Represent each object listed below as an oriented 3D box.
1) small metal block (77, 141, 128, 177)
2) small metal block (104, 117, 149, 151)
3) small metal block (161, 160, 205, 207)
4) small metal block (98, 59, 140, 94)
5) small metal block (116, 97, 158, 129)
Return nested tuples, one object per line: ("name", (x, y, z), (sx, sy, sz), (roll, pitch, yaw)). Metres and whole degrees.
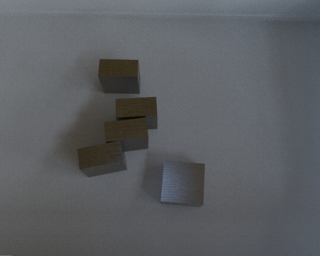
("small metal block", (-0.069, 0.039, 0.381), (0.050, 0.050, 0.025), (-11, 71, -4))
("small metal block", (-0.041, 0.010, 0.391), (0.050, 0.050, 0.025), (-7, 70, -5))
("small metal block", (0.028, 0.070, 0.385), (0.050, 0.025, 0.050), (5, 70, 1))
("small metal block", (-0.053, -0.069, 0.421), (0.050, 0.050, 0.025), (1, 70, 0))
("small metal block", (-0.029, -0.017, 0.402), (0.050, 0.050, 0.025), (-3, 70, -2))
